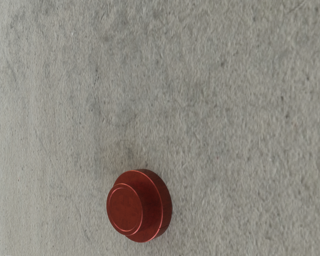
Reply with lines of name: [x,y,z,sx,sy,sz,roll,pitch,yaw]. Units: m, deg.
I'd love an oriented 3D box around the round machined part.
round machined part: [-0.035,0.106,0.421,0.098,0.042,0.097,0,90,39]
